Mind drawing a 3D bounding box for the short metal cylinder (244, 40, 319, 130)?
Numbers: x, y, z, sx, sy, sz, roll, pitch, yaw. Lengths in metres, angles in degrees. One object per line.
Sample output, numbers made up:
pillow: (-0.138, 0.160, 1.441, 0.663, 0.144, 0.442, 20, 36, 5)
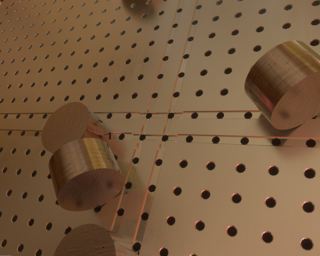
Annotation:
short metal cylinder: (0.138, -0.044, 0.327, 0.080, 0.080, 0.050, -33, 52, 7)

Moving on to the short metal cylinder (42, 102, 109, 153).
short metal cylinder: (-0.121, 0.009, 0.448, 0.080, 0.050, 0.080, -13, 56, 20)

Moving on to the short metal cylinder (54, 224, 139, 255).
short metal cylinder: (-0.069, 0.150, 0.335, 0.080, 0.050, 0.080, -13, 56, 20)

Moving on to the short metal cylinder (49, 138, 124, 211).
short metal cylinder: (-0.091, 0.058, 0.383, 0.080, 0.080, 0.050, -35, 52, 4)
